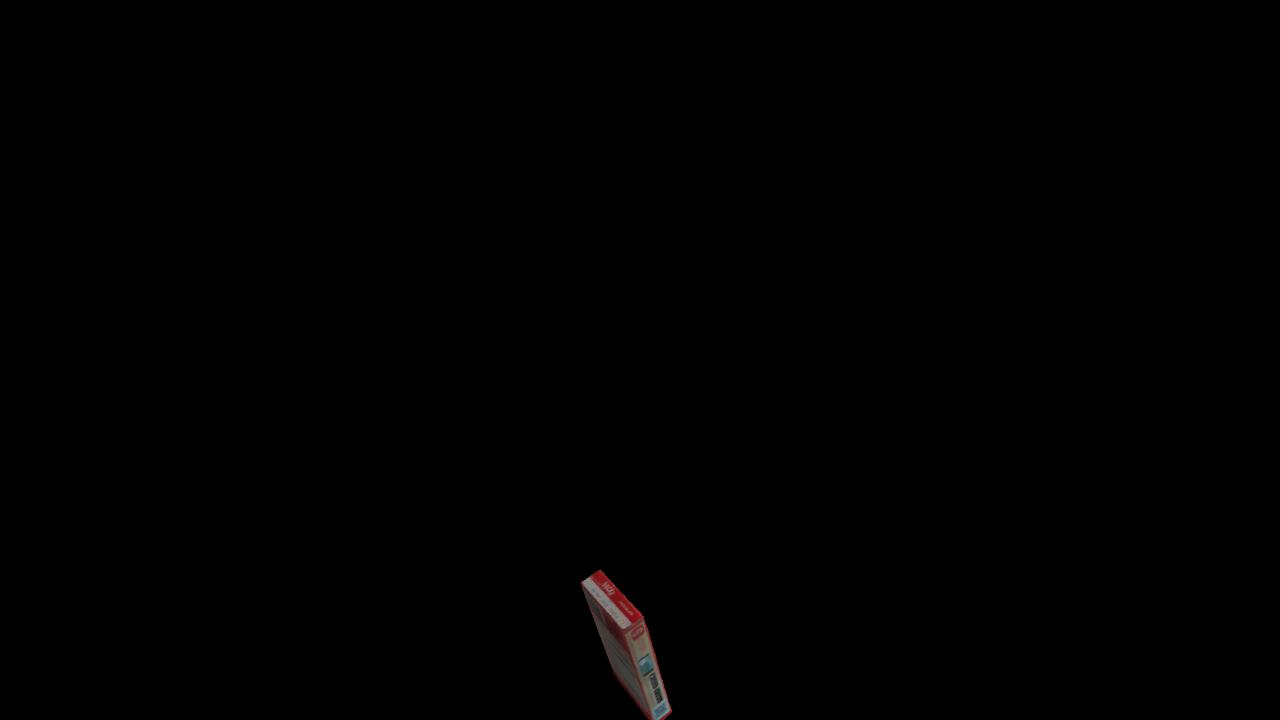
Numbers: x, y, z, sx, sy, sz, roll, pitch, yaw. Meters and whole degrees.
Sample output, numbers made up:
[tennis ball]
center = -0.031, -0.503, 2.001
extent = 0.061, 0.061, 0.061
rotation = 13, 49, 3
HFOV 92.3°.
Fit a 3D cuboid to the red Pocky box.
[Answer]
[red Pocky box]
center = -0.013, 0.295, 0.631
extent = 0.028, 0.155, 0.083
rotation = -28, 32, -26
